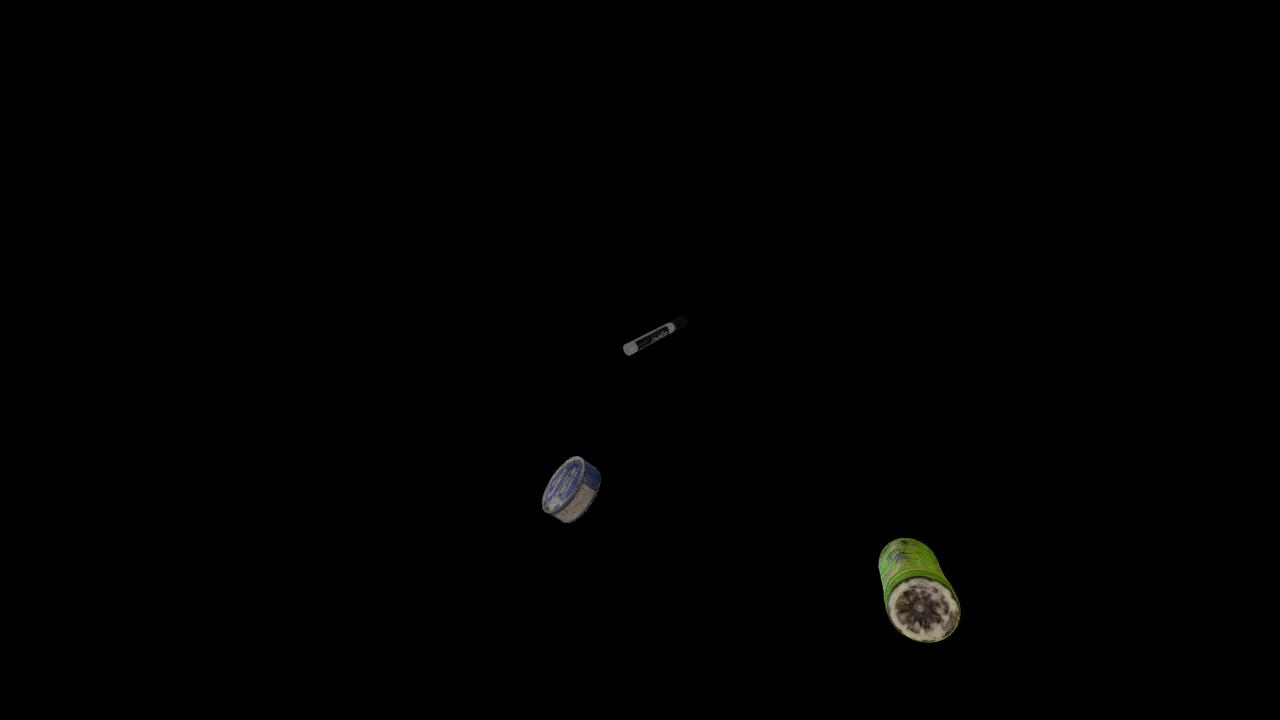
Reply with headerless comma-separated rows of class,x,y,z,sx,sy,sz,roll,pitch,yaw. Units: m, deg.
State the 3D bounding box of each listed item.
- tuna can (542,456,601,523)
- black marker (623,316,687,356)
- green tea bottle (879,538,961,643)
tuna can,-0.090,0.171,0.812,0.034,0.084,0.084,39,-18,-24
black marker,0.026,-0.040,0.962,0.121,0.020,0.020,-28,14,-28
green tea bottle,0.314,0.250,0.707,0.073,0.073,0.212,0,-3,19
